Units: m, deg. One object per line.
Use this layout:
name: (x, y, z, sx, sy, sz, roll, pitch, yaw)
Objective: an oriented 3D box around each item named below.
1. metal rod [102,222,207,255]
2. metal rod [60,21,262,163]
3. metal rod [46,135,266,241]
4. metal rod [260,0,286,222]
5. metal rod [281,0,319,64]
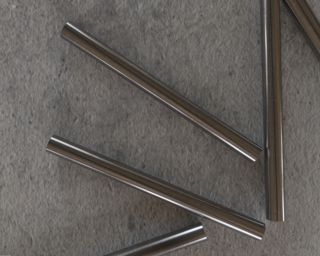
metal rod: (-0.084, 0.186, 0.409, 0.302, 0.025, 0.025, -19, 90, -1)
metal rod: (0.002, -0.047, 0.409, 0.301, 0.025, 0.025, 33, 90, -1)
metal rod: (-0.005, 0.079, 0.409, 0.301, 0.025, 0.025, 23, 90, -1)
metal rod: (0.150, -0.028, 0.411, 0.025, 0.025, 0.298, -2, 90, -1)
metal rod: (0.213, -0.113, 0.412, 0.025, 0.025, 0.299, -32, 90, 0)
